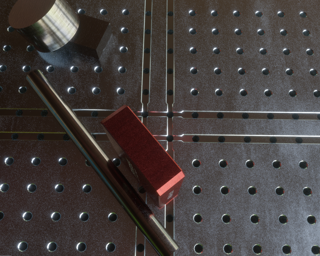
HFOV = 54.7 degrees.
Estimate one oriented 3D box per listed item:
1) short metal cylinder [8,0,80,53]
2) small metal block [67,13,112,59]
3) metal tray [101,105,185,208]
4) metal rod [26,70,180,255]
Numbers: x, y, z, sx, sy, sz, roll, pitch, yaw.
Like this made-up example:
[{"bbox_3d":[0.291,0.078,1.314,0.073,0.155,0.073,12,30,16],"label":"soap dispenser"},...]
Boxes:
[{"bbox_3d":[-0.163,-0.155,0.439,0.080,0.050,0.080,-10,60,19],"label":"short metal cylinder"},{"bbox_3d":[-0.106,-0.137,0.461,0.050,0.025,0.050,19,71,6],"label":"small metal block"},{"bbox_3d":[-0.017,0.038,0.342,0.030,0.130,0.090,-37,74,-12],"label":"metal tray"},{"bbox_3d":[-0.082,0.036,0.397,0.025,0.025,0.300,-38,74,-13],"label":"metal rod"}]
